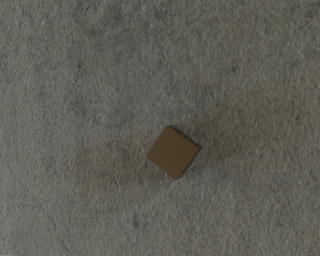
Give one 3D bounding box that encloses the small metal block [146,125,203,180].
[{"bbox_3d":[0.018,0.031,0.403,0.050,0.025,0.050,37,102,16],"label":"small metal block"}]
